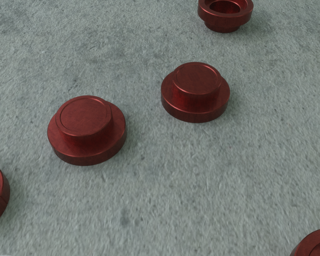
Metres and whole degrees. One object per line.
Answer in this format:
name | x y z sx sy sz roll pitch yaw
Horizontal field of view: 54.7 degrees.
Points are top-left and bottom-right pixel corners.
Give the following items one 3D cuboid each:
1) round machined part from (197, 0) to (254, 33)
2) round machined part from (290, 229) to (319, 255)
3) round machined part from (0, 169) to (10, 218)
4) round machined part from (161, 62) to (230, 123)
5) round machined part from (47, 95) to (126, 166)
round machined part | 0.118 -0.212 0.572 0.099 0.042 0.098 0 50 0
round machined part | 0.162 0.143 0.274 0.099 0.042 0.098 0 50 0
round machined part | -0.219 0.071 0.330 0.099 0.042 0.098 0 50 0
round machined part | 0.050 -0.057 0.441 0.099 0.042 0.098 0 50 0
round machined part | -0.093 -0.004 0.394 0.099 0.042 0.098 0 50 0
